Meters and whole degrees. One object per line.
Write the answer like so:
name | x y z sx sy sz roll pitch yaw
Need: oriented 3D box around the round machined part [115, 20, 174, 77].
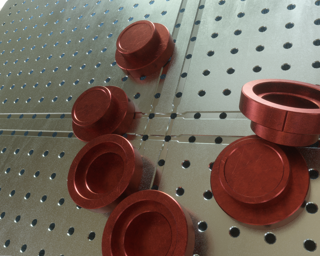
round machined part | -0.030 -0.133 0.496 0.098 0.042 0.098 -13 56 21

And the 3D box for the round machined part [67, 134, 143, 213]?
round machined part | -0.065 0.060 0.396 0.098 0.042 0.098 -13 56 21

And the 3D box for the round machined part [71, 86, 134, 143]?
round machined part | -0.091 -0.023 0.461 0.098 0.042 0.098 -13 56 21

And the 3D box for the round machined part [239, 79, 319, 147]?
round machined part | 0.131 -0.015 0.317 0.099 0.042 0.098 2 27 -1

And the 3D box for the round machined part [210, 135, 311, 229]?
round machined part | 0.099 0.049 0.316 0.098 0.042 0.098 -13 56 21

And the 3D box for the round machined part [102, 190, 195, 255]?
round machined part | -0.009 0.119 0.330 0.098 0.042 0.098 -13 56 21
